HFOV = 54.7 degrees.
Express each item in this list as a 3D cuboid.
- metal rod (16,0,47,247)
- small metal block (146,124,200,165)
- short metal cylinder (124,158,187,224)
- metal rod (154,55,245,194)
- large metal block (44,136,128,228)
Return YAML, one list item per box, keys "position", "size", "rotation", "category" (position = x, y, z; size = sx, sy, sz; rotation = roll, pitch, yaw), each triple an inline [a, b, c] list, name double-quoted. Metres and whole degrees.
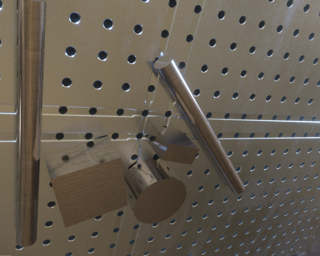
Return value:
- position: [-0.145, 0.015, 0.341]
  size: [0.025, 0.025, 0.298]
  rotation: [-2, 119, -28]
  category: "metal rod"
- position: [0.017, 0.022, 0.420]
  size: [0.050, 0.050, 0.025]
  rotation: [13, 112, -34]
  category: "small metal block"
- position: [-0.009, 0.090, 0.448]
  size: [0.081, 0.050, 0.079]
  rotation: [-14, 125, -21]
  category: "short metal cylinder"
- position: [0.072, 0.015, 0.461]
  size: [0.025, 0.025, 0.300]
  rotation: [-38, 130, -3]
  category: "metal rod"
- position: [-0.091, 0.066, 0.387]
  size: [0.081, 0.050, 0.079]
  rotation: [-16, 125, -20]
  category: "large metal block"
